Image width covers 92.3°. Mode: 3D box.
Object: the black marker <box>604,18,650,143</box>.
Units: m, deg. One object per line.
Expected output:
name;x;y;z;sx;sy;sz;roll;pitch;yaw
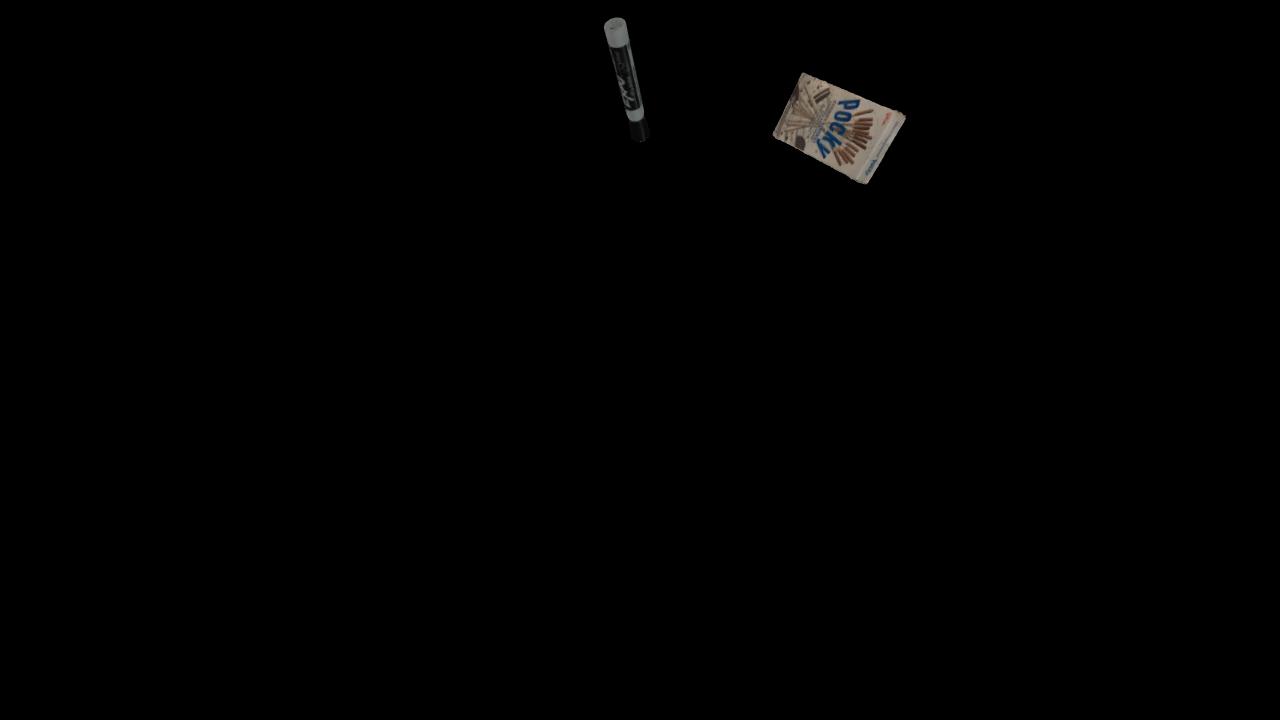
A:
black marker;-0.010;-0.247;0.556;0.020;0.020;0.121;0;-28;12

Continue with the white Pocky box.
white Pocky box;0.233;-0.281;0.741;0.028;0.084;0.154;2;34;-39
